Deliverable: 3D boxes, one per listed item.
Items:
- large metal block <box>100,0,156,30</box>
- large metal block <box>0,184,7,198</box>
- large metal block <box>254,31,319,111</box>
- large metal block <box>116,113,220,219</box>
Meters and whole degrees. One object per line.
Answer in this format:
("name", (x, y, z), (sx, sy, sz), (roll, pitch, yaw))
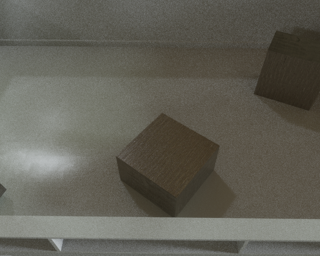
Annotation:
("large metal block", (-0.063, -0.240, 0.592), (0.081, 0.050, 0.080), (-24, 54, -19))
("large metal block", (-0.218, 0.067, 0.305), (0.050, 0.080, 0.080), (7, 49, 23))
("large metal block", (0.188, -0.080, 0.438), (0.080, 0.080, 0.050), (20, 53, 16))
("large metal block", (0.009, 0.041, 0.355), (0.080, 0.050, 0.080), (31, 56, 23))
